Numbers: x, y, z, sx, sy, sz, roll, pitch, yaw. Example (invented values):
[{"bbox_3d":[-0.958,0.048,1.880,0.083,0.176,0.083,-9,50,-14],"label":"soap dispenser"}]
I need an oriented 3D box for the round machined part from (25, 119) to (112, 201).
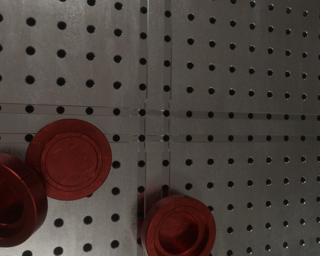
[{"bbox_3d":[-0.105,0.038,0.365,0.099,0.042,0.097,0,90,-21],"label":"round machined part"}]

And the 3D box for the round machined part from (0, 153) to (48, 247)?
[{"bbox_3d":[-0.162,0.071,0.328,0.098,0.042,0.097,3,105,12],"label":"round machined part"}]

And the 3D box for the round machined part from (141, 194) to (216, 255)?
[{"bbox_3d":[0.022,0.137,0.413,0.099,0.042,0.097,0,90,-21],"label":"round machined part"}]
